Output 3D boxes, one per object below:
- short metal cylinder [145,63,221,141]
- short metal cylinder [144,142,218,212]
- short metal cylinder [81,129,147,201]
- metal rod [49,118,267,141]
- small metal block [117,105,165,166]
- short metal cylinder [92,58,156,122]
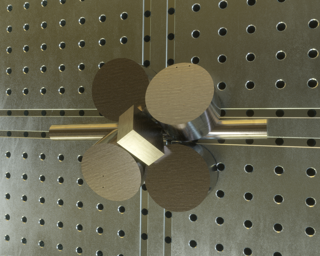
[{"bbox_3d":[0.029,-0.030,0.371,0.080,0.050,0.080,-8,64,17],"label":"short metal cylinder"},{"bbox_3d":[0.027,0.058,0.385,0.080,0.050,0.079,0,90,20],"label":"short metal cylinder"},{"bbox_3d":[-0.053,0.046,0.401,0.080,0.050,0.079,6,112,16],"label":"short metal cylinder"},{"bbox_3d":[-0.016,0.004,0.414,0.301,0.025,0.025,-1,90,19],"label":"metal rod"},{"bbox_3d":[-0.022,0.008,0.365,0.025,0.050,0.050,-38,120,22],"label":"small metal block"},{"bbox_3d":[-0.042,-0.048,0.410,0.080,0.050,0.079,0,90,20],"label":"short metal cylinder"}]
